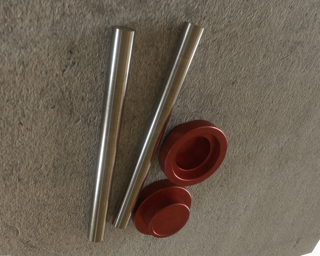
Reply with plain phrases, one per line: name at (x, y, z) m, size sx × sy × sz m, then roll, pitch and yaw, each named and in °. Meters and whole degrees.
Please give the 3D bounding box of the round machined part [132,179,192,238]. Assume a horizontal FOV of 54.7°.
round machined part at (0.007, 0.131, 0.481) m, size 0.099 × 0.042 × 0.097 m, roll -14°, pitch 124°, yaw -21°

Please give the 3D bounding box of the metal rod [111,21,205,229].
metal rod at (-0.010, 0.011, 0.408) m, size 0.025 × 0.025 × 0.298 m, roll 7°, pitch 115°, yaw -32°

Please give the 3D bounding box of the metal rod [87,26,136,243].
metal rod at (-0.065, 0.027, 0.387) m, size 0.025 × 0.025 × 0.298 m, roll -2°, pitch 120°, yaw -27°

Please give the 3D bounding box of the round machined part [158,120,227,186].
round machined part at (0.042, 0.031, 0.438) m, size 0.099 × 0.042 × 0.097 m, roll -14°, pitch 124°, yaw -21°
